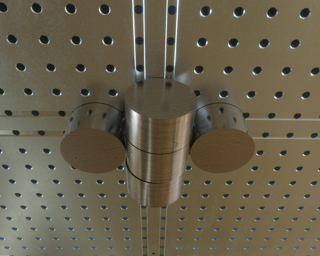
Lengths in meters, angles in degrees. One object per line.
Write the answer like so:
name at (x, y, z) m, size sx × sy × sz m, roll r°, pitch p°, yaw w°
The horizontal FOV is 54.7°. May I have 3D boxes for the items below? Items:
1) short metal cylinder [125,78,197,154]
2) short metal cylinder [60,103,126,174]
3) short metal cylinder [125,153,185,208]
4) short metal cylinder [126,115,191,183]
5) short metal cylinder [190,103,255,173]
short metal cylinder at (0.000, -0.016, 0.361) m, size 0.081 × 0.080 × 0.050 m, roll 2°, pitch 130°, yaw -2°
short metal cylinder at (-0.084, 0.014, 0.405) m, size 0.081 × 0.050 × 0.079 m, roll 0°, pitch 130°, yaw 0°
short metal cylinder at (-0.006, 0.062, 0.427) m, size 0.081 × 0.080 × 0.050 m, roll 1°, pitch 130°, yaw -1°
short metal cylinder at (-0.002, 0.023, 0.394) m, size 0.081 × 0.080 × 0.050 m, roll 2°, pitch 130°, yaw -2°
short metal cylinder at (0.078, 0.014, 0.408) m, size 0.081 × 0.050 × 0.079 m, roll 0°, pitch 130°, yaw 0°
